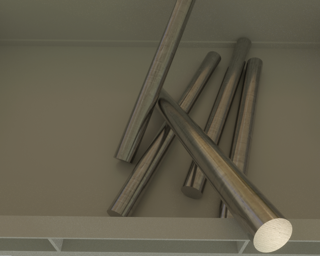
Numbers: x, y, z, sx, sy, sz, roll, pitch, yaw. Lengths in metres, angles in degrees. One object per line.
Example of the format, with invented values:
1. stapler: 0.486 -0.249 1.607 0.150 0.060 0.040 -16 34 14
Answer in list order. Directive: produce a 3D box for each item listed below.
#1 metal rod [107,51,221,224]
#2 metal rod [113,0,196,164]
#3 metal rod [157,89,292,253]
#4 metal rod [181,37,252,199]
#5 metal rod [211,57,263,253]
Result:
1. metal rod: 0.021 -0.010 0.413 0.025 0.025 0.301 21 53 16
2. metal rod: 0.007 -0.097 0.407 0.025 0.025 0.299 17 77 14
3. metal rod: 0.031 0.007 0.315 0.025 0.025 0.300 -12 25 -10
4. metal rod: 0.089 -0.035 0.435 0.025 0.025 0.301 16 52 13
5. metal rod: 0.107 0.008 0.398 0.025 0.025 0.300 13 51 11
